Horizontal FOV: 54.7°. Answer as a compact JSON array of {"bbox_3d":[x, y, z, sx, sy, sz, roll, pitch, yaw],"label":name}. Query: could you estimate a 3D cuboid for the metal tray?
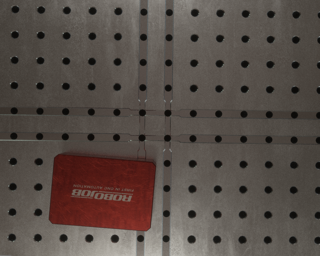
[{"bbox_3d":[-0.074,0.083,0.410,0.131,0.030,0.089,5,90,-1],"label":"metal tray"}]
